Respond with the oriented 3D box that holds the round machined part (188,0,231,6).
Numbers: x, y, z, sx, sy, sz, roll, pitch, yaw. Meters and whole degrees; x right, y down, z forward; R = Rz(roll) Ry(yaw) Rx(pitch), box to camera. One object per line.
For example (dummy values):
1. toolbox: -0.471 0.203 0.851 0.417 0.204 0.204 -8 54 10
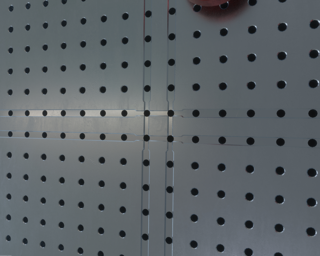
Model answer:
1. round machined part: 0.066 -0.198 0.380 0.098 0.042 0.097 0 90 20
